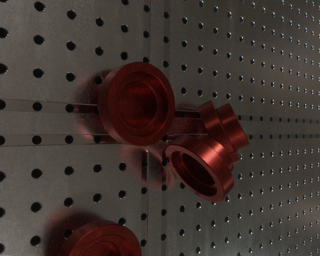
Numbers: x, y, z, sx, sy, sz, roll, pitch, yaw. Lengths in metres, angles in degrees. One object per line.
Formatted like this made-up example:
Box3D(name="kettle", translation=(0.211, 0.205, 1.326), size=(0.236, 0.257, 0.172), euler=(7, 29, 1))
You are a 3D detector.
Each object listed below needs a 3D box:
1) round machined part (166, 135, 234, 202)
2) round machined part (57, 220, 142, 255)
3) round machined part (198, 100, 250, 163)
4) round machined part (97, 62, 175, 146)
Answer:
Box3D(name="round machined part", translation=(0.057, 0.048, 0.409), size=(0.042, 0.098, 0.098), euler=(-41, 115, -25))
Box3D(name="round machined part", translation=(-0.071, 0.150, 0.340), size=(0.099, 0.042, 0.097), euler=(0, 90, -40))
Box3D(name="round machined part", translation=(0.096, 0.003, 0.446), size=(0.098, 0.042, 0.098), euler=(58, 14, -23))
Box3D(name="round machined part", translation=(-0.032, -0.028, 0.373), size=(0.099, 0.042, 0.097), euler=(0, 90, -40))
